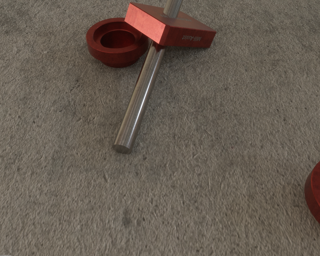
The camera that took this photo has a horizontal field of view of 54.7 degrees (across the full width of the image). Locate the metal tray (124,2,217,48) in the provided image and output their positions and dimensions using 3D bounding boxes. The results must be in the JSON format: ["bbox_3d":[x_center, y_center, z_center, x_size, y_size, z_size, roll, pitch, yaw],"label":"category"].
[{"bbox_3d":[0.020,-0.165,0.503,0.090,0.030,0.131,41,34,29],"label":"metal tray"}]

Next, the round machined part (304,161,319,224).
[{"bbox_3d":[0.203,0.079,0.328,0.099,0.042,0.098,0,50,0],"label":"round machined part"}]

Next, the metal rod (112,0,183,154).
[{"bbox_3d":[-0.009,-0.099,0.454,0.025,0.025,0.300,12,60,9],"label":"metal rod"}]

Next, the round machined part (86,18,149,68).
[{"bbox_3d":[-0.067,-0.135,0.506,0.099,0.042,0.098,0,50,0],"label":"round machined part"}]
